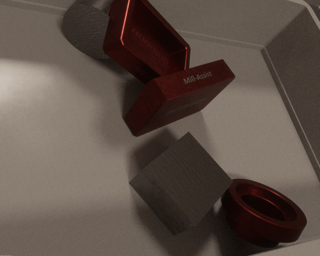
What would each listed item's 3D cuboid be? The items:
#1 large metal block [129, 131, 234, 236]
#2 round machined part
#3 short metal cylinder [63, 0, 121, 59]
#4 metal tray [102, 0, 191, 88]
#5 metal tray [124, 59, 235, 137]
[{"bbox_3d":[0.025,0.064,0.366,0.080,0.050,0.081,49,51,6],"label":"large metal block"},{"bbox_3d":[0.120,0.106,0.377,0.099,0.042,0.098,17,18,-5],"label":"round machined part"},{"bbox_3d":[-0.080,-0.140,0.414,0.080,0.080,0.050,28,52,-11],"label":"short metal cylinder"},{"bbox_3d":[-0.010,-0.103,0.402,0.130,0.030,0.090,33,54,-44],"label":"metal tray"},{"bbox_3d":[0.026,-0.040,0.403,0.131,0.090,0.030,-23,74,-36],"label":"metal tray"}]
